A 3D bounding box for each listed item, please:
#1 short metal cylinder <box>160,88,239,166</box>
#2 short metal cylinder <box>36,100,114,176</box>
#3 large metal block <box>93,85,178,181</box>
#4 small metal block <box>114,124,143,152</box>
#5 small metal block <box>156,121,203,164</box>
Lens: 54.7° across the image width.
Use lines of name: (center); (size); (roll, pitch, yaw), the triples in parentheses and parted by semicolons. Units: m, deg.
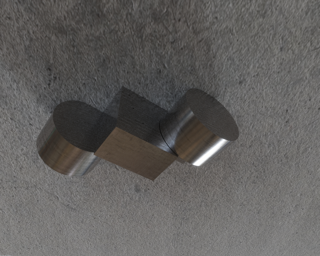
short metal cylinder: (0.047, -0.001, 0.372); (0.080, 0.080, 0.050); (28, 125, -22)
short metal cylinder: (-0.103, 0.012, 0.382); (0.080, 0.080, 0.050); (28, 125, -22)
large metal block: (-0.027, 0.006, 0.378); (0.080, 0.080, 0.050); (28, 124, -22)
small metal block: (-0.052, 0.021, 0.427); (0.050, 0.025, 0.050); (28, 125, -22)
small metal block: (0.027, 0.016, 0.423); (0.050, 0.025, 0.050); (28, 125, -22)
